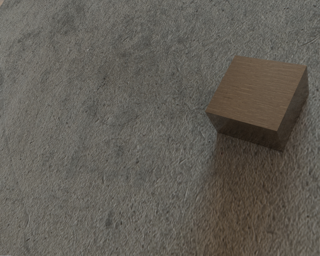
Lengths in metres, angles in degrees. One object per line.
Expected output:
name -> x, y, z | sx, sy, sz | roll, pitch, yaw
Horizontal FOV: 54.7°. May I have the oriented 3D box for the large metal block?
large metal block -> 0.110, -0.029, 0.348 | 0.080, 0.050, 0.080 | 19, 72, 35
